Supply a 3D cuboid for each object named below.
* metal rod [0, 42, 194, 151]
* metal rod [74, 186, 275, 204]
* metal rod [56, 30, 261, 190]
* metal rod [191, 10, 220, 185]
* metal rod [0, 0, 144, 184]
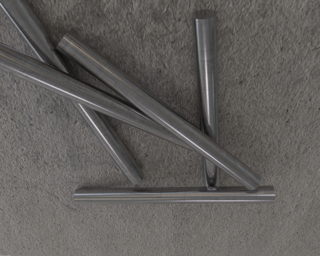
[{"bbox_3d":[-0.073,-0.033,0.351,0.302,0.025,0.025,24,126,-29],"label":"metal rod"},{"bbox_3d":[0.014,0.102,0.470,0.301,0.025,0.025,-3,131,11],"label":"metal rod"},{"bbox_3d":[0.013,-0.010,0.375,0.301,0.025,0.025,36,122,-19],"label":"metal rod"},{"bbox_3d":[0.065,-0.001,0.406,0.025,0.025,0.298,-6,130,5],"label":"metal rod"},{"bbox_3d":[-0.093,-0.030,0.380,0.025,0.025,0.299,-18,128,14],"label":"metal rod"}]
